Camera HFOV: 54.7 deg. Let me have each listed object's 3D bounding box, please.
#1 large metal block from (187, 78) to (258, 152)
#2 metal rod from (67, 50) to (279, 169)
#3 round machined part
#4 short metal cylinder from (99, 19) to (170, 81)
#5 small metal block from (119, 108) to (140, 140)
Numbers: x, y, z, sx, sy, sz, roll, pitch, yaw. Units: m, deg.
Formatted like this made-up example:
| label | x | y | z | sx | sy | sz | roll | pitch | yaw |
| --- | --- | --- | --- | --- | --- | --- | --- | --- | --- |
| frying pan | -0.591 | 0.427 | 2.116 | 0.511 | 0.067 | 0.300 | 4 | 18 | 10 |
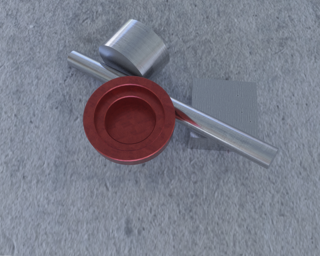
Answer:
| label | x | y | z | sx | sy | sz | roll | pitch | yaw |
| --- | --- | --- | --- | --- | --- | --- | --- | --- | --- |
| large metal block | 0.079 | -0.015 | 0.403 | 0.081 | 0.050 | 0.080 | 4 | 70 | 1 |
| metal rod | -0.003 | -0.034 | 0.382 | 0.300 | 0.025 | 0.025 | 29 | 72 | 24 |
| round machined part | -0.033 | -0.006 | 0.350 | 0.099 | 0.042 | 0.098 | 0 | 71 | -1 |
| short metal cylinder | -0.034 | -0.097 | 0.415 | 0.080 | 0.080 | 0.050 | 36 | 74 | 12 |
| small metal block | -0.037 | -0.002 | 0.397 | 0.025 | 0.050 | 0.050 | -2 | 70 | -1 |
